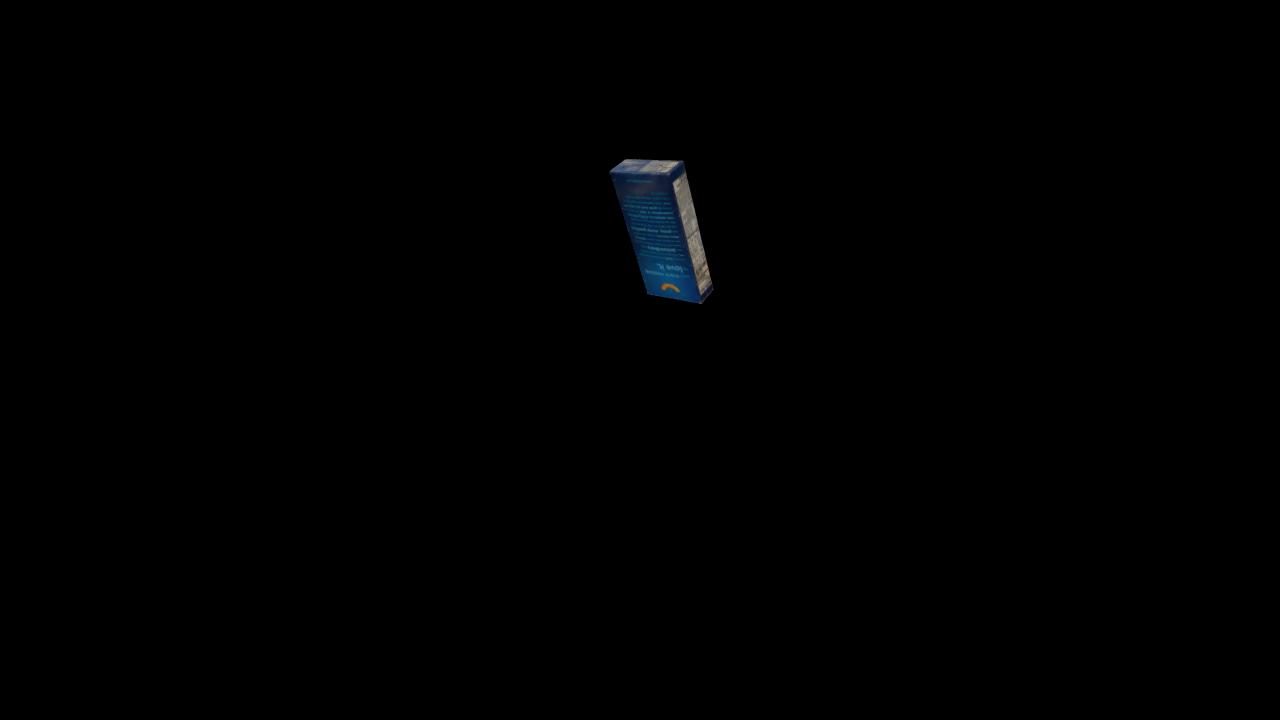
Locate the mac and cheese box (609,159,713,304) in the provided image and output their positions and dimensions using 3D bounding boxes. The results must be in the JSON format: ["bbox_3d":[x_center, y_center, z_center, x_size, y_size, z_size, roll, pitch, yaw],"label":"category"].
[{"bbox_3d":[0.031,-0.162,0.787,0.093,0.184,0.041,14,48,35],"label":"mac and cheese box"}]
